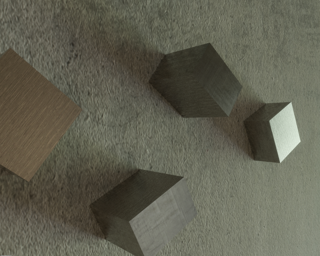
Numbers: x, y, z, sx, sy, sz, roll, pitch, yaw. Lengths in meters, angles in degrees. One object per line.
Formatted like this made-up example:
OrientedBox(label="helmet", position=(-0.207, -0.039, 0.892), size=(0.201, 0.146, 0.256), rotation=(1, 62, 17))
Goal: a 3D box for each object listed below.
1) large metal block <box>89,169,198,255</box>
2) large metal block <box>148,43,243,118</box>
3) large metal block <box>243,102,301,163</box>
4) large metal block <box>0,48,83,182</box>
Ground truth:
OrientedBox(label="large metal block", position=(-0.019, 0.093, 0.353), size=(0.081, 0.080, 0.050), rotation=(-32, 110, -35))
OrientedBox(label="large metal block", position=(0.047, -0.058, 0.408), size=(0.080, 0.080, 0.050), rotation=(43, 64, -32))
OrientedBox(label="large metal block", position=(0.203, 0.006, 0.558), size=(0.081, 0.050, 0.080), rotation=(-32, 110, -35))
OrientedBox(label="large metal block", position=(-0.133, -0.010, 0.277), size=(0.080, 0.050, 0.080), rotation=(45, 63, -31))
